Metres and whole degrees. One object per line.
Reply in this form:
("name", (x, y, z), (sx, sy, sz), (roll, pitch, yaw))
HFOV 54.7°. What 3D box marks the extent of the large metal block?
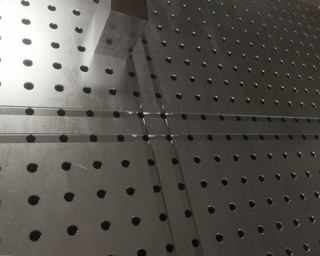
("large metal block", (-0.058, -0.158, 0.439), (0.050, 0.080, 0.080), (8, 58, -24))
